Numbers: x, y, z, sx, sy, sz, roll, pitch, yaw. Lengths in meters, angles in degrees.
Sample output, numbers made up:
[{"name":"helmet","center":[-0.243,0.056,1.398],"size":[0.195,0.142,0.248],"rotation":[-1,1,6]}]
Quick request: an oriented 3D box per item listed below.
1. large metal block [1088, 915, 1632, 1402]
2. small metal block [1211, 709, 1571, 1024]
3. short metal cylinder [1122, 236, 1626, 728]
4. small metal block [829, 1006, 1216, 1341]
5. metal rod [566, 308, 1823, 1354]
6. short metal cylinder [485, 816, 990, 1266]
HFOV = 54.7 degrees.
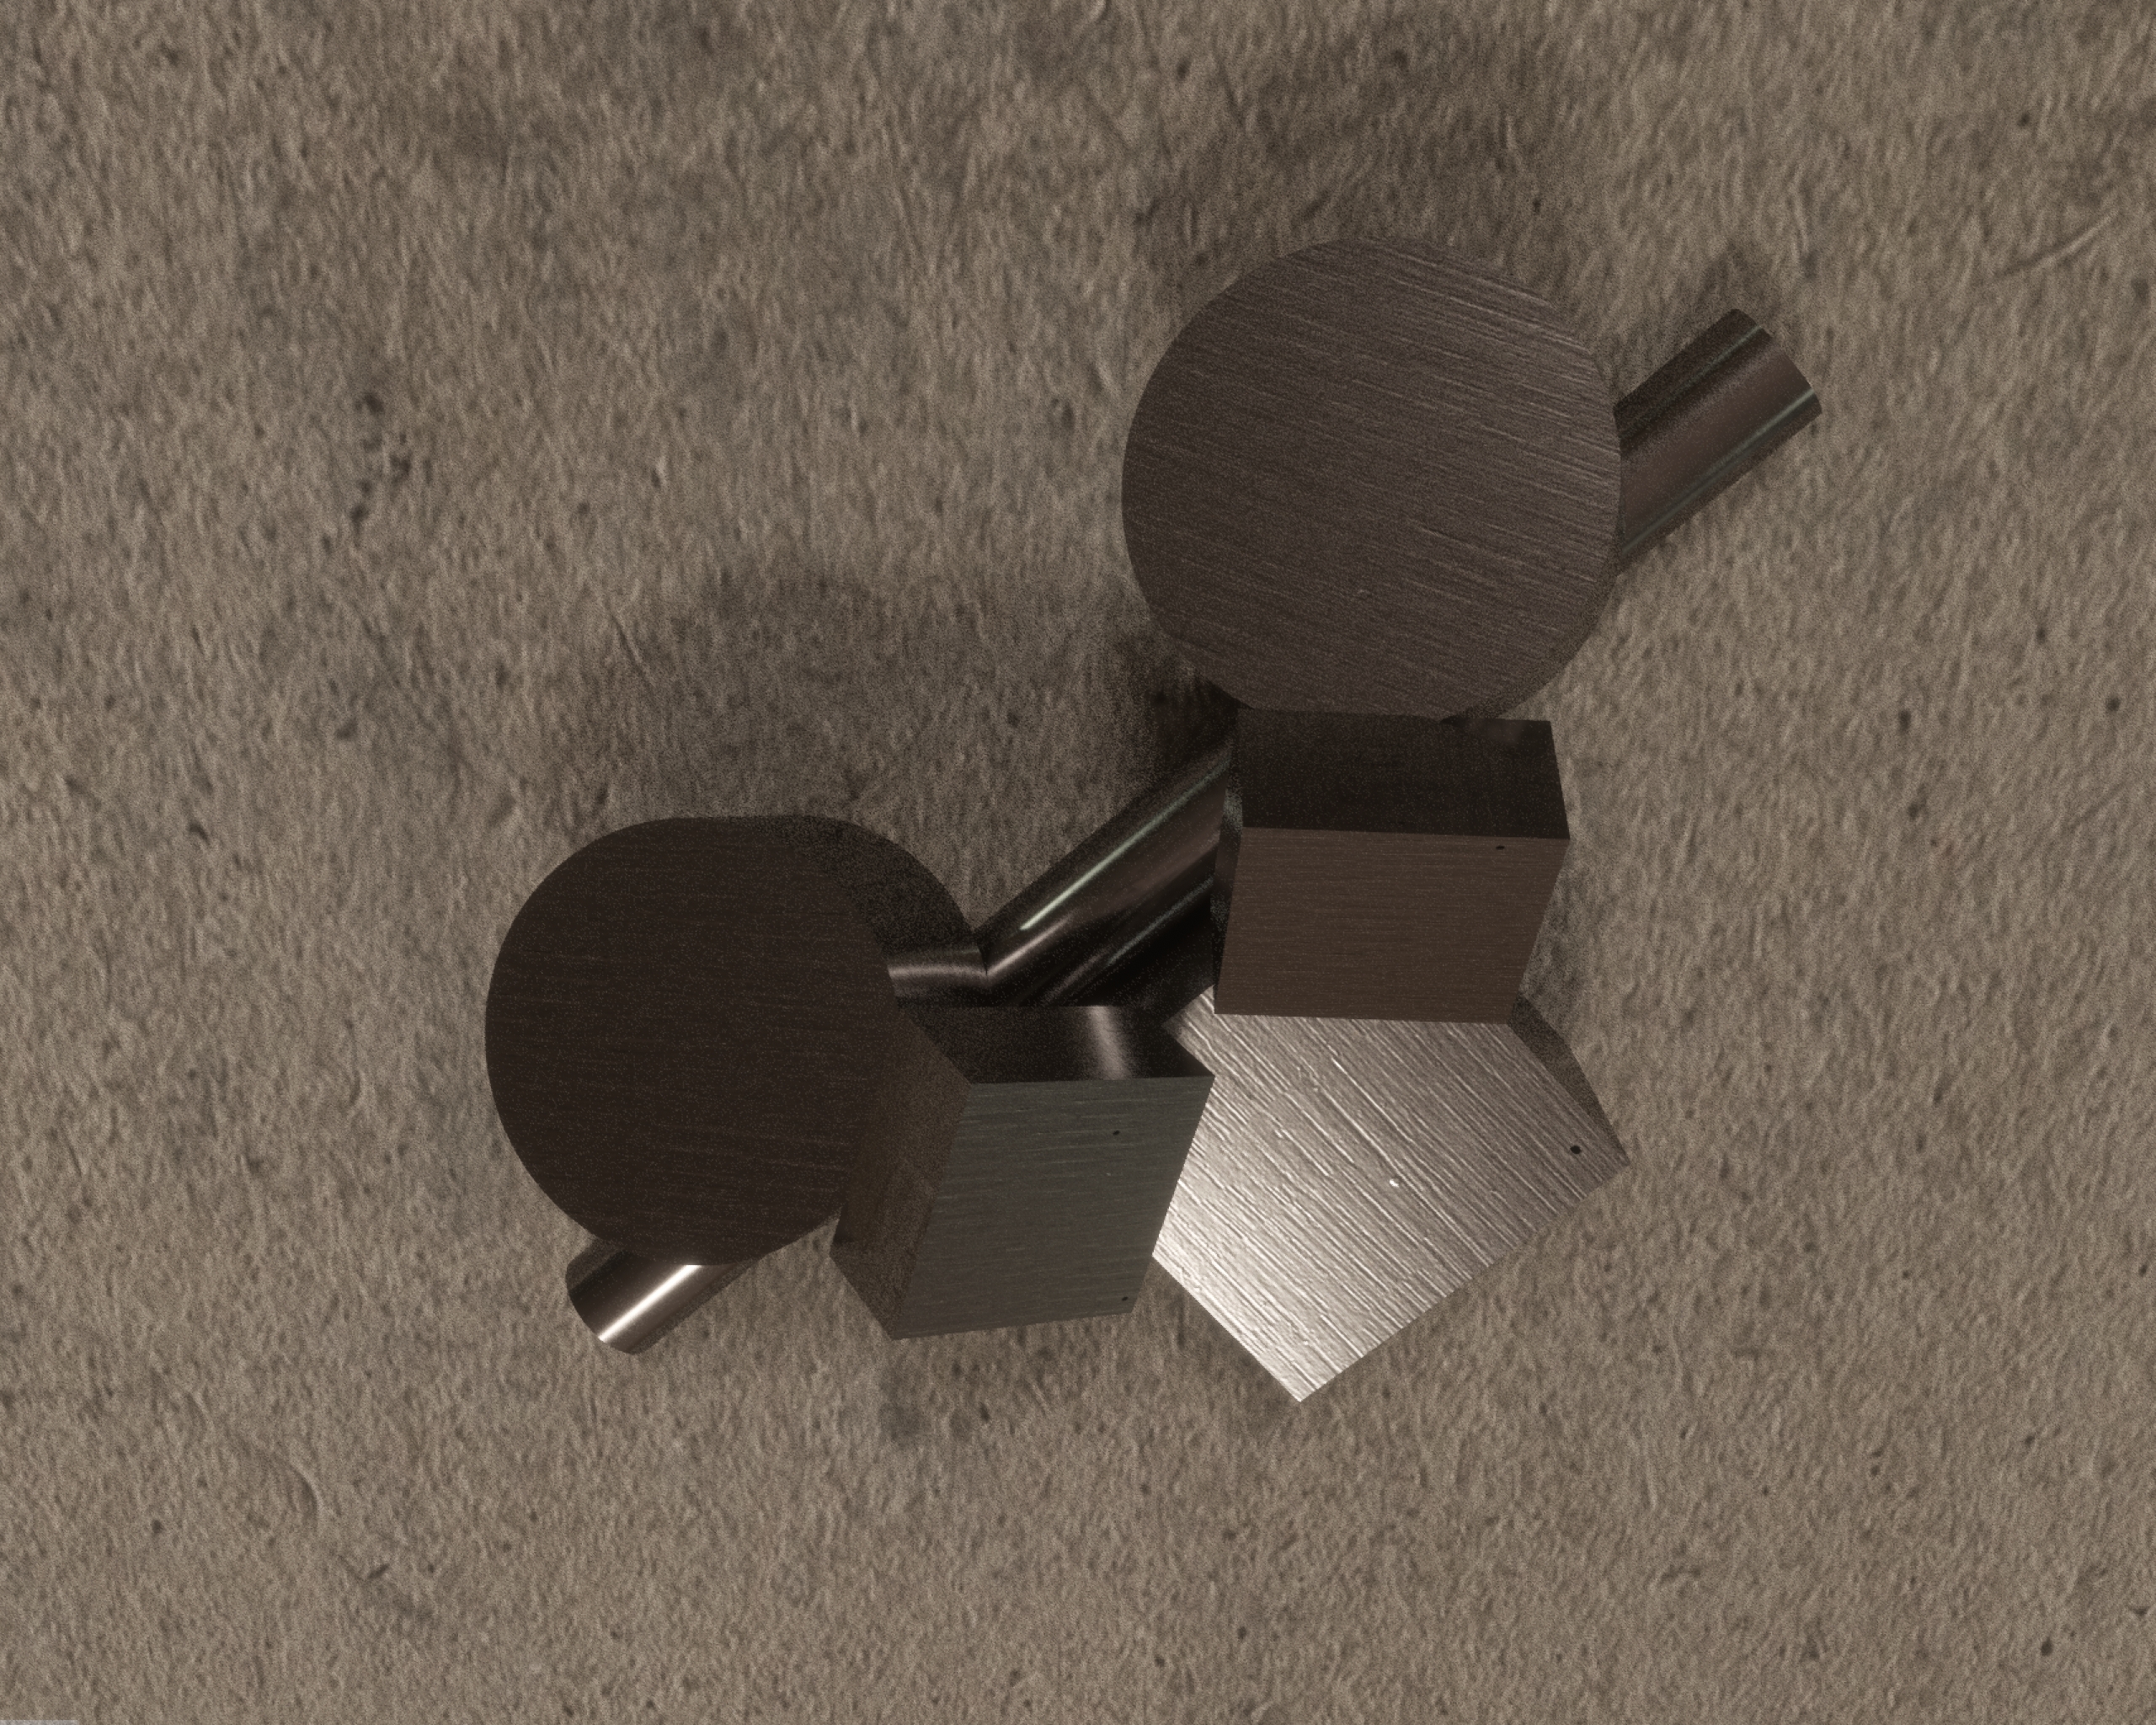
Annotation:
[{"name":"large metal block","center":[0.047,0.045,0.413],"size":[0.080,0.050,0.080],"rotation":[-40,106,13]},{"name":"small metal block","center":[0.050,0.002,0.346],"size":[0.050,0.025,0.050],"rotation":[2,141,-1]},{"name":"short metal cylinder","center":[0.053,-0.062,0.360],"size":[0.080,0.050,0.079],"rotation":[0,92,15]},{"name":"small metal block","center":[-0.010,0.053,0.364],"size":[0.050,0.025,0.050],"rotation":[3,114,-36]},{"name":"metal rod","center":[0.014,0.002,0.411],"size":[0.300,0.025,0.025],"rotation":[-39,106,13]},{"name":"short metal cylinder","center":[-0.062,0.031,0.393],"size":[0.080,0.050,0.079],"rotation":[0,92,15]}]
